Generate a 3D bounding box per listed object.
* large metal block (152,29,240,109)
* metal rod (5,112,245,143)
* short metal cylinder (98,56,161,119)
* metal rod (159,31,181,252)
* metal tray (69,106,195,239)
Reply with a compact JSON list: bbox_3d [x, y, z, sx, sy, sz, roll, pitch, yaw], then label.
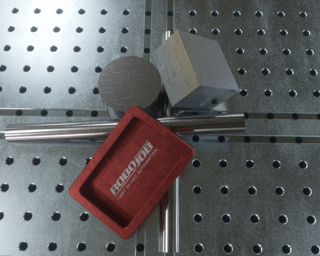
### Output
[{"bbox_3d":[0.047,-0.073,0.404,0.081,0.050,0.080,-1,64,-43],"label":"large metal block"},{"bbox_3d":[-0.048,0.000,0.394,0.302,0.025,0.025,-3,70,6],"label":"metal rod"},{"bbox_3d":[-0.038,-0.049,0.415,0.081,0.050,0.080,0,70,0],"label":"short metal cylinder"},{"bbox_3d":[0.014,0.003,0.410,0.025,0.025,0.299,1,70,0],"label":"metal rod"},{"bbox_3d":[-0.032,0.050,0.363,0.090,0.030,0.130,38,95,6],"label":"metal tray"}]
